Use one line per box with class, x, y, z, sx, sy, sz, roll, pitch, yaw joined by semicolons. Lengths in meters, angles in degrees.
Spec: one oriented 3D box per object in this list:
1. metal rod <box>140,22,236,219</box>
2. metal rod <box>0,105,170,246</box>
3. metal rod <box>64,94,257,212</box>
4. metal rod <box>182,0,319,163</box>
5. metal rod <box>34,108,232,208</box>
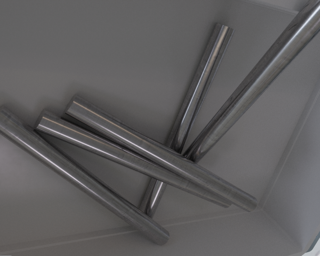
metal rod;0.028;0.006;0.427;0.025;0.025;0.298;8;114;-32
metal rod;-0.081;0.078;0.394;0.025;0.025;0.300;-42;124;1
metal rod;0.019;0.044;0.402;0.301;0.025;0.025;31;101;-25
metal rod;0.083;-0.019;0.361;0.025;0.025;0.298;-1;145;-28
metal rod;-0.013;0.051;0.406;0.301;0.025;0.025;28;103;-29
